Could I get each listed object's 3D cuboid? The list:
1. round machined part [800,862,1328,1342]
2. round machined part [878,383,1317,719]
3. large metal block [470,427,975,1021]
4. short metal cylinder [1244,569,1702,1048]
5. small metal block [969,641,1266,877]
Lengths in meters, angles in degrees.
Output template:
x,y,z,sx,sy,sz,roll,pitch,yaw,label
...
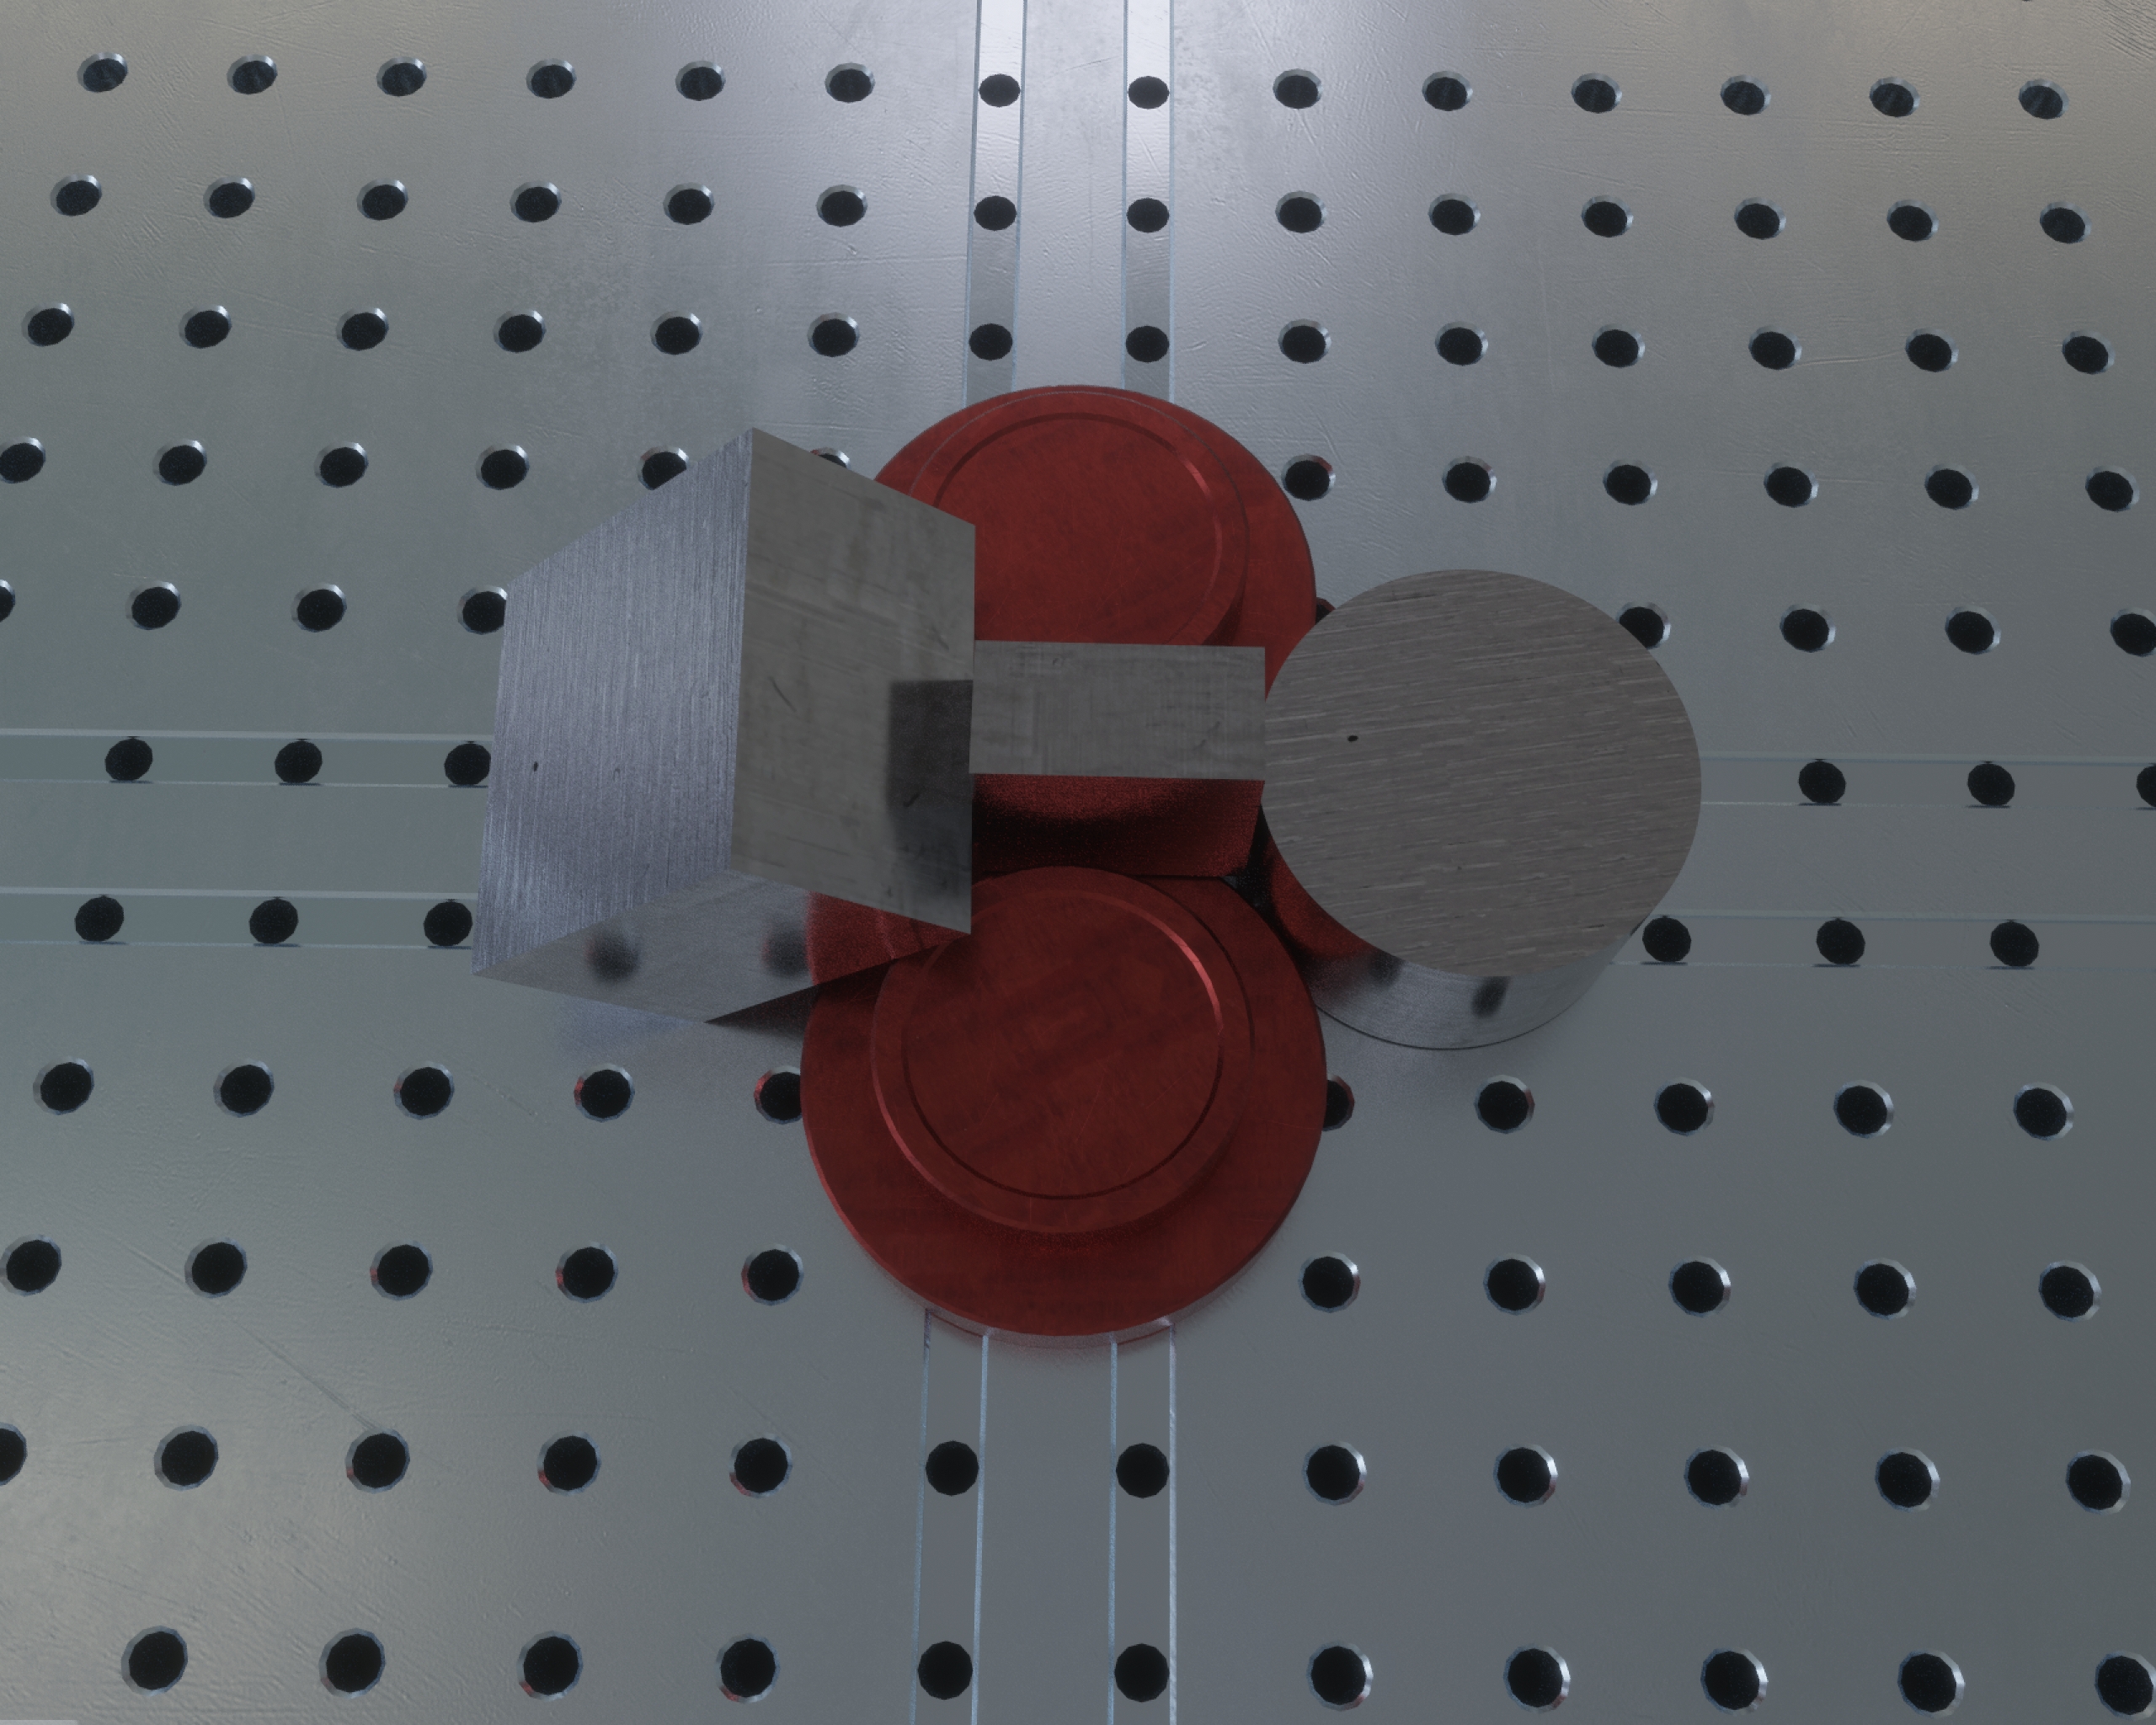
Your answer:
x,y,z,sx,sy,sz,roll,pitch,yaw,label
-0.003,0.038,0.389,0.099,0.042,0.098,0,70,0,round machined part
-0.001,-0.056,0.423,0.099,0.042,0.098,0,70,0,round machined part
-0.065,-0.021,0.384,0.050,0.080,0.080,18,63,-42,large metal block
0.073,-0.009,0.401,0.081,0.050,0.080,0,70,0,short metal cylinder
0.007,-0.018,0.381,0.050,0.050,0.025,1,70,0,small metal block
